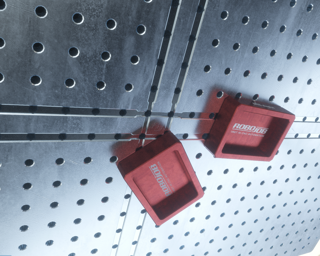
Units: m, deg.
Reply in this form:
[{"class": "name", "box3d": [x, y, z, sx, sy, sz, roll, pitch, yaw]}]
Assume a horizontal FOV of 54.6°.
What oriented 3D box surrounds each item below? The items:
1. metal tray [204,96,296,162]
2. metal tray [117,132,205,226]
[{"class": "metal tray", "box3d": [0.143, 0.005, 0.487, 0.131, 0.030, 0.089, 7, 115, -32]}, {"class": "metal tray", "box3d": [0.006, 0.078, 0.458, 0.090, 0.030, 0.130, -32, 129, -7]}]
